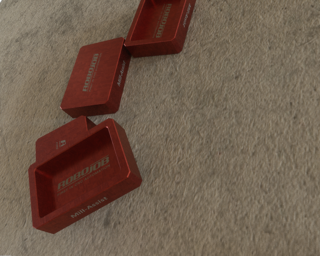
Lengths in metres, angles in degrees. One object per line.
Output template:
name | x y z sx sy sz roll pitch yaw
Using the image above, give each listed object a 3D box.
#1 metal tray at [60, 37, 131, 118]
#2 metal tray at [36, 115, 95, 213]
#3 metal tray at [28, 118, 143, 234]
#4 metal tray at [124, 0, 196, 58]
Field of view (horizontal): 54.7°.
metal tray | -0.101 -0.082 0.502 0.090 0.030 0.130 -5 59 25
metal tray | -0.126 0.055 0.432 0.090 0.030 0.130 -27 53 11
metal tray | -0.094 0.057 0.374 0.130 0.030 0.090 -30 52 8
metal tray | 0.003 -0.178 0.506 0.090 0.030 0.130 2 62 28
